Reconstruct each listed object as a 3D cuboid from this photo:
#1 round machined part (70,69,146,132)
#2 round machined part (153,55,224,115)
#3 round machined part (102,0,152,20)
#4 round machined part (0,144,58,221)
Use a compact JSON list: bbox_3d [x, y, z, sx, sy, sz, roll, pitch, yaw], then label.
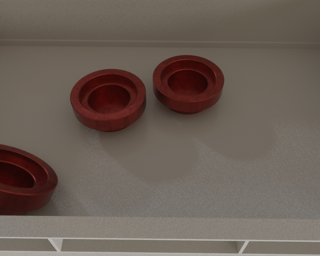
[{"bbox_3d":[-0.068,-0.033,0.421,0.099,0.042,0.098,0,50,0],"label":"round machined part"},{"bbox_3d":[0.039,-0.058,0.443,0.099,0.042,0.098,0,50,0],"label":"round machined part"},{"bbox_3d":[-0.063,-0.249,0.605,0.099,0.042,0.098,0,50,0],"label":"round machined part"},{"bbox_3d":[-0.162,0.058,0.321,0.098,0.098,0.042,32,101,24],"label":"round machined part"}]
